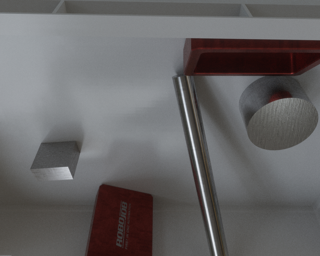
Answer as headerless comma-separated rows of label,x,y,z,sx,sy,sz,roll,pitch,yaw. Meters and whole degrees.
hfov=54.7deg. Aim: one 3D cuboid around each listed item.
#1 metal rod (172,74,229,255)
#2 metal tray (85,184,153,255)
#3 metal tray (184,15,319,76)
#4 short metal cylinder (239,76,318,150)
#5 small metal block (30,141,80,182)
metal rod,0.059,0.078,0.401,0.025,0.025,0.298,-11,106,8
metal tray,-0.059,0.153,0.470,0.091,0.130,0.030,15,128,-13
metal tray,0.092,-0.077,0.305,0.131,0.030,0.090,0,175,-1
short metal cylinder,0.142,-0.018,0.379,0.081,0.050,0.079,0,130,0
small metal block,-0.143,0.045,0.429,0.050,0.050,0.025,-4,130,3
